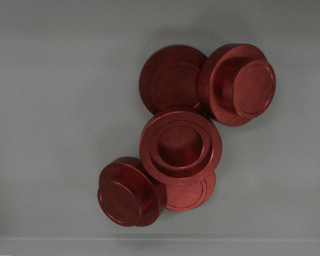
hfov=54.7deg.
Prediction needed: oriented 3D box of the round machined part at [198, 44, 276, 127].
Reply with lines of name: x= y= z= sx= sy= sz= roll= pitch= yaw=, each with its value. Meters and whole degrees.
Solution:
round machined part: x=0.096 y=-0.048 z=0.361 sx=0.099 sy=0.042 sz=0.097 roll=-10 pitch=110 yaw=-29

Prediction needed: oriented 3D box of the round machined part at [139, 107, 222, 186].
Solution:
round machined part: x=0.024 y=0.020 z=0.385 sx=0.099 sy=0.042 sz=0.097 roll=0 pitch=110 yaw=-1

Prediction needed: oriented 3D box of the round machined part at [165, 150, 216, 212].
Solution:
round machined part: x=0.028 y=0.075 z=0.429 sx=0.099 sy=0.042 sz=0.097 roll=0 pitch=110 yaw=-1

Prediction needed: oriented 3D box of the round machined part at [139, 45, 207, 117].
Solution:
round machined part: x=0.023 y=-0.051 z=0.382 sx=0.099 sy=0.042 sz=0.097 roll=0 pitch=110 yaw=-1

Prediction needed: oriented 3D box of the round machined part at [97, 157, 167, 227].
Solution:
round machined part: x=-0.043 y=0.091 z=0.411 sx=0.098 sy=0.042 sz=0.097 roll=13 pitch=117 yaw=26
